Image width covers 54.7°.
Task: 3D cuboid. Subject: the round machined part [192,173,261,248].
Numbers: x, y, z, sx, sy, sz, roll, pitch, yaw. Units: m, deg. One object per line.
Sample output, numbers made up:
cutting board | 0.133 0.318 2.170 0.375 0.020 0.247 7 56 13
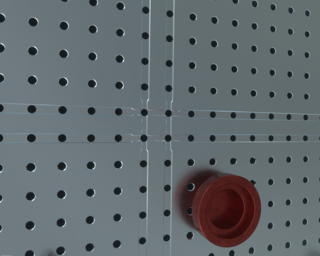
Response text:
round machined part | 0.089 0.112 0.436 0.099 0.042 0.097 0 90 -20
